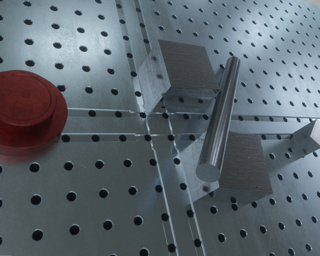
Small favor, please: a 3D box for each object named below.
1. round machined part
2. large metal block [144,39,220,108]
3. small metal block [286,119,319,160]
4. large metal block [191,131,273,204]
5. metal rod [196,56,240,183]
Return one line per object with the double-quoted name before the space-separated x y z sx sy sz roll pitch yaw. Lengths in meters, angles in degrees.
"round machined part" -0.149 -0.023 0.331 0.099 0.042 0.098 14 56 -21
"large metal block" 0.031 -0.078 0.456 0.081 0.050 0.080 0 62 -28
"small metal block" 0.243 0.019 0.512 0.025 0.050 0.050 43 51 1
"large metal block" 0.092 0.052 0.410 0.081 0.050 0.080 11 57 -23
"metal rod" 0.089 -0.035 0.430 0.025 0.025 0.301 35 37 -6
